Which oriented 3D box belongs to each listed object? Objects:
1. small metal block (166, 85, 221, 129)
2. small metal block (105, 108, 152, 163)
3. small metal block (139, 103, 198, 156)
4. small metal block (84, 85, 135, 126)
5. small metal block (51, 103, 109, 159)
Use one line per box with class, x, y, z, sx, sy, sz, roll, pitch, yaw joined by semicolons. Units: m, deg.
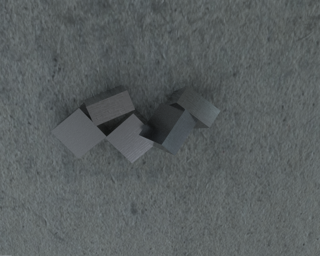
small metal block;0.038;-0.024;0.385;0.050;0.050;0.025;36;79;-13
small metal block;-0.035;0.010;0.413;0.050;0.025;0.050;-40;106;13
small metal block;0.009;0.000;0.376;0.025;0.050;0.050;42;77;-35
small metal block;-0.063;-0.029;0.379;0.050;0.050;0.025;-24;109;-9
small metal block;-0.104;0.003;0.410;0.050;0.025;0.050;-38;106;12
